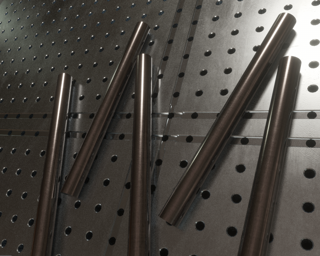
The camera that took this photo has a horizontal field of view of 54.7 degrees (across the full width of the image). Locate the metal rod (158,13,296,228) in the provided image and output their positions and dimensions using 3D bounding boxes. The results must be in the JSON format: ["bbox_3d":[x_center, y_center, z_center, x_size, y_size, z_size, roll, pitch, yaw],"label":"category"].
[{"bbox_3d":[0.088,-0.020,0.373,0.025,0.025,0.300,23,74,36],"label":"metal rod"}]

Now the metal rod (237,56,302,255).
[{"bbox_3d":[0.110,0.052,0.318,0.025,0.025,0.300,6,65,30],"label":"metal rod"}]

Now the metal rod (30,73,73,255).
[{"bbox_3d":[-0.158,0.037,0.466,0.025,0.025,0.299,-17,55,18],"label":"metal rod"}]

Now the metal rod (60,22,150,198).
[{"bbox_3d":[-0.075,-0.041,0.470,0.025,0.025,0.300,6,64,30],"label":"metal rod"}]

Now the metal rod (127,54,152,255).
[{"bbox_3d":[-0.024,0.020,0.406,0.025,0.025,0.299,-14,56,20],"label":"metal rod"}]
